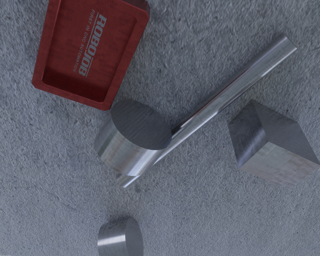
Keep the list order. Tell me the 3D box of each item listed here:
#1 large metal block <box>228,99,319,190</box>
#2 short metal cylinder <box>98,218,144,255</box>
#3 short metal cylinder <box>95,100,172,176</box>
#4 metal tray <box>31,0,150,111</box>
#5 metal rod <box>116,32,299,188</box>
[{"bbox_3d":[0.139,0.020,0.389,0.080,0.080,0.050,23,126,-19],"label":"large metal block"},{"bbox_3d":[-0.067,0.203,0.543,0.050,0.080,0.080,-16,129,13],"label":"short metal cylinder"},{"bbox_3d":[-0.033,0.012,0.381,0.080,0.080,0.050,23,126,-19],"label":"short metal cylinder"},{"bbox_3d":[-0.076,-0.086,0.329,0.091,0.030,0.129,19,128,-16],"label":"metal tray"},{"bbox_3d":[0.041,-0.006,0.401,0.025,0.025,0.299,33,123,-25],"label":"metal rod"}]
